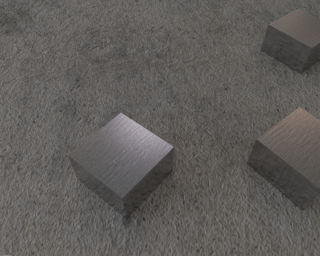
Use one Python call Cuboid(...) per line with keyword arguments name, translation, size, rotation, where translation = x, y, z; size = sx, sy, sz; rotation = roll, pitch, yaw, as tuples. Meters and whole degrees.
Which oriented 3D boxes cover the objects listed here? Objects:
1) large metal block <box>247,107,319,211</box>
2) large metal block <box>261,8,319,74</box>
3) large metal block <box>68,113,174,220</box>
Cuboid(name="large metal block", translation=(0.164, 0.033, 0.360), size=(0.081, 0.050, 0.080), rotation=(-32, 57, -24))
Cuboid(name="large metal block", translation=(0.230, -0.145, 0.510), size=(0.081, 0.050, 0.080), rotation=(-32, 57, -24))
Cuboid(name="large metal block", translation=(-0.041, 0.041, 0.352), size=(0.080, 0.050, 0.080), rotation=(32, 57, 24))
